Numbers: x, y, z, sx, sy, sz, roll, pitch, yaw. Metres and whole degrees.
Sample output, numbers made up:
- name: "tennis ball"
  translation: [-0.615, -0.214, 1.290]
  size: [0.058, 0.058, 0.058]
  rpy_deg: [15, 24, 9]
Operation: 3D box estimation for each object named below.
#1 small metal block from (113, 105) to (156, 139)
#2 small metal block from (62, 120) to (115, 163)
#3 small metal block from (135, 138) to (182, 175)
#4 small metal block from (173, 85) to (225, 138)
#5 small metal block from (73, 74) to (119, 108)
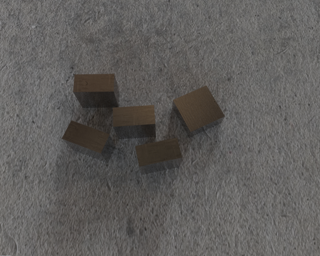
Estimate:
- name: "small metal block"
  translation: [-0.031, -0.006, 0.397]
  size: [0.050, 0.050, 0.025]
  rpy_deg: [-4, 70, -2]
- name: "small metal block"
  translation: [-0.087, 0.018, 0.387]
  size: [0.050, 0.050, 0.025]
  rpy_deg: [20, 72, 7]
- name: "small metal block"
  translation: [-0.002, 0.036, 0.382]
  size: [0.050, 0.050, 0.025]
  rpy_deg: [-12, 71, -4]
- name: "small metal block"
  translation: [0.051, -0.022, 0.416]
  size: [0.050, 0.025, 0.050]
  rpy_deg: [-24, 72, -9]
- name: "small metal block"
  translation: [-0.083, -0.048, 0.412]
  size: [0.050, 0.050, 0.025]
  rpy_deg: [-1, 70, -1]
